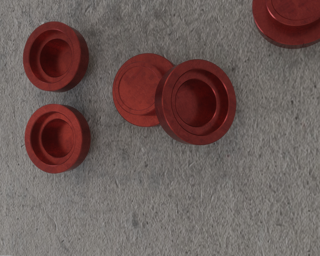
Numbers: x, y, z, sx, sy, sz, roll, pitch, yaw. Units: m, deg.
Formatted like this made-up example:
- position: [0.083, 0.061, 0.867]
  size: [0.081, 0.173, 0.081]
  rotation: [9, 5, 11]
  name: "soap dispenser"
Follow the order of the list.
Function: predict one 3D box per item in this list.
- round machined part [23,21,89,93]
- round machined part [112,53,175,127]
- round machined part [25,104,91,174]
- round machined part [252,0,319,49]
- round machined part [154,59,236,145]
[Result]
- position: [-0.145, -0.100, 0.451]
  size: [0.098, 0.042, 0.097]
  rotation: [0, 90, 20]
  name: "round machined part"
- position: [-0.020, -0.050, 0.407]
  size: [0.098, 0.042, 0.097]
  rotation: [0, 90, 20]
  name: "round machined part"
- position: [-0.143, 0.015, 0.450]
  size: [0.098, 0.042, 0.097]
  rotation: [0, 90, 20]
  name: "round machined part"
- position: [0.154, -0.142, 0.345]
  size: [0.098, 0.042, 0.097]
  rotation: [0, 90, 20]
  name: "round machined part"
- position: [0.038, -0.029, 0.368]
  size: [0.099, 0.042, 0.097]
  rotation: [1, 89, -25]
  name: "round machined part"
